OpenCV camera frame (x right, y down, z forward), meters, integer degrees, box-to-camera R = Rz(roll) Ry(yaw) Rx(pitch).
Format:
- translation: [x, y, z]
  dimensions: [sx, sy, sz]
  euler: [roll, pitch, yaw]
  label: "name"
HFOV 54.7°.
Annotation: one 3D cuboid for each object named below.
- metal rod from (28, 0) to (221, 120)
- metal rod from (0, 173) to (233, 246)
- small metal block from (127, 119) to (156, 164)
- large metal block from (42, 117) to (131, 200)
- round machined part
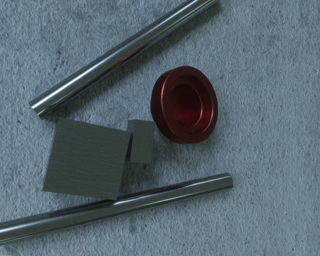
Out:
- translation: [-0.029, -0.108, 0.398]
  dimensions: [0.301, 0.025, 0.025]
  euler: [-38, 103, -16]
  label: "metal rod"
- translation: [-0.042, 0.098, 0.394]
  dimensions: [0.303, 0.025, 0.025]
  euler: [-9, 93, -20]
  label: "metal rod"
- translation: [-0.027, 0.016, 0.386]
  dimensions: [0.025, 0.050, 0.050]
  euler: [7, 88, -16]
  label: "small metal block"
- translation: [-0.087, 0.035, 0.364]
  dimensions: [0.081, 0.050, 0.080]
  euler: [13, 86, -20]
  label: "large metal block"
- translation: [0.027, -0.028, 0.401]
  dimensions: [0.099, 0.042, 0.097]
  euler: [6, 81, -39]
  label: "round machined part"
